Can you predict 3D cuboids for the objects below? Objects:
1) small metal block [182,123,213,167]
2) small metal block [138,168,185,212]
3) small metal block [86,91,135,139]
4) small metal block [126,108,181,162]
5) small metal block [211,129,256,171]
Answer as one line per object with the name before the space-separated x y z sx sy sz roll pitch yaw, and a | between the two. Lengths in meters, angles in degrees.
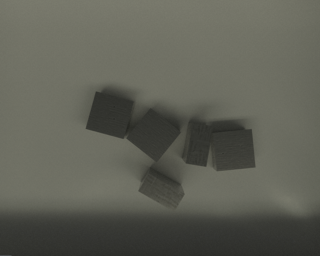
small metal block | 0.047 0.020 0.398 0.025 0.050 0.050 10 90 -1
small metal block | 0.002 0.077 0.397 0.050 0.050 0.025 30 91 -1
small metal block | -0.064 -0.016 0.408 0.050 0.025 0.050 15 90 -1
small metal block | -0.008 0.009 0.409 0.050 0.025 0.050 39 90 -1
small metal block | 0.096 0.028 0.410 0.050 0.025 0.050 -6 90 -1
